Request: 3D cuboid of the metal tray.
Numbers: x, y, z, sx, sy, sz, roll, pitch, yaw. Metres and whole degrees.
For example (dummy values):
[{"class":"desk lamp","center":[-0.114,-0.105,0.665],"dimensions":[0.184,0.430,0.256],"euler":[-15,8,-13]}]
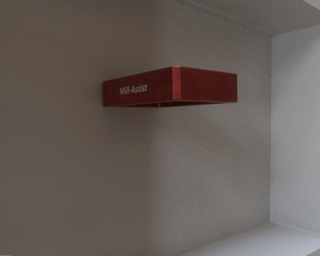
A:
[{"class":"metal tray","center":[0.007,-0.040,0.343],"dimensions":[0.091,0.130,0.030],"euler":[-2,92,-40]}]
